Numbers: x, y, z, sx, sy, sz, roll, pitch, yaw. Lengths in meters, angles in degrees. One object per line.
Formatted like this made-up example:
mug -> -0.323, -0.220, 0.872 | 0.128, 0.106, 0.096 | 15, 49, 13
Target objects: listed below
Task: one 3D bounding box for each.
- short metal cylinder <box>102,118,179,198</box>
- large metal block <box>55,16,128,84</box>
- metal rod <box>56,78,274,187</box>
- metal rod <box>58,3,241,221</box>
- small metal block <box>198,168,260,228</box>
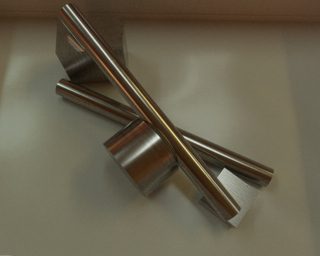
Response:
short metal cylinder -> -0.023, 0.034, 0.365 | 0.050, 0.080, 0.080 | -38, 75, -13
large metal block -> -0.086, -0.102, 0.416 | 0.081, 0.080, 0.050 | -3, 70, -2
metal rod -> 0.000, 0.003, 0.407 | 0.301, 0.025, 0.025 | 24, 72, 8
metal rod -> -0.014, -0.020, 0.354 | 0.025, 0.025, 0.300 | -39, 87, -13
small metal block -> 0.083, 0.085, 0.378 | 0.050, 0.025, 0.050 | 36, 74, 12
